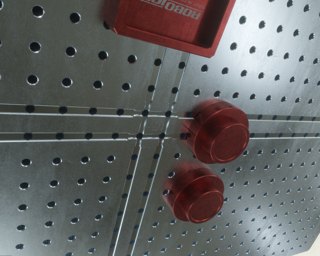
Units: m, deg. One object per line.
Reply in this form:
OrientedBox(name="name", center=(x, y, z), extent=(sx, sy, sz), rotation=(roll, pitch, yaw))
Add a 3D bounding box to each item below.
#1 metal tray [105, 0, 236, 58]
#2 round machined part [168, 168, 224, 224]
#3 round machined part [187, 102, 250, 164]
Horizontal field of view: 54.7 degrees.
OrientedBox(name="metal tray", center=(0.016, -0.134, 0.334), extent=(0.131, 0.030, 0.089), rotation=(6, 116, -31))
OrientedBox(name="round machined part", center=(0.066, 0.118, 0.512), extent=(0.099, 0.042, 0.097), rotation=(-14, 125, -21))
OrientedBox(name="round machined part", center=(0.093, 0.014, 0.462), extent=(0.099, 0.042, 0.097), rotation=(-14, 125, -21))
